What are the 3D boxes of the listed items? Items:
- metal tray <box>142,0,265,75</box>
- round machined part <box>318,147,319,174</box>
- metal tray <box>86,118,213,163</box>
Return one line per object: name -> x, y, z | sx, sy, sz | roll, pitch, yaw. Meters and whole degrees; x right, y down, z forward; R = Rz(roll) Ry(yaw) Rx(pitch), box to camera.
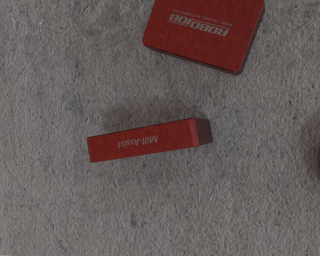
metal tray -> 0.052, -0.128, 0.387 | 0.130, 0.030, 0.089 | 21, 97, 18
round machined part -> 0.219, 0.035, 0.323 | 0.098, 0.042, 0.097 | 0, 90, 19
metal tray -> -0.009, 0.015, 0.376 | 0.130, 0.090, 0.030 | -10, 87, 19
